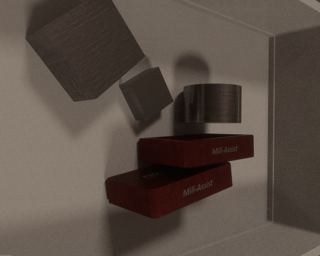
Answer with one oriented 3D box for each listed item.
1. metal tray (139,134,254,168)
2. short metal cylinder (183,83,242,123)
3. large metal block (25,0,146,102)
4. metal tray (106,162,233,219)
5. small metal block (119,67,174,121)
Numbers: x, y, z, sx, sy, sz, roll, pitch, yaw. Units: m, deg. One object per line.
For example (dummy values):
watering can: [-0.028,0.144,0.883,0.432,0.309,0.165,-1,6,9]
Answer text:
metal tray: [0.050,0.026,0.408,0.131,0.090,0.030,-3,92,-40]
short metal cylinder: [0.073,-0.032,0.434,0.081,0.080,0.050,1,90,-40]
large metal block: [-0.076,-0.085,0.328,0.080,0.050,0.080,-48,119,-30]
metal tray: [0.014,0.066,0.377,0.131,0.090,0.030,-11,97,-40]
small metal block: [-0.016,-0.044,0.395,0.050,0.025,0.050,-38,114,-34]
